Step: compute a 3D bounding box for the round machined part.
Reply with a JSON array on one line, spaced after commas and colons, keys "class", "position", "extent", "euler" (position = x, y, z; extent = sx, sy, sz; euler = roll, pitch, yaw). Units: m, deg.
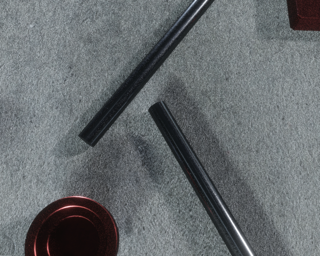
[{"class": "round machined part", "position": [-0.095, 0.129, 0.351], "extent": [0.099, 0.042, 0.098], "euler": [0, 70, -1]}]

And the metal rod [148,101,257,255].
[{"class": "metal rod", "position": [0.067, 0.095, 0.374], "extent": [0.025, 0.025, 0.299], "euler": [-27, 73, -10]}]

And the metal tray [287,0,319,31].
[{"class": "metal tray", "position": [0.269, -0.196, 0.480], "extent": [0.131, 0.030, 0.090], "euler": [2, 70, 0]}]

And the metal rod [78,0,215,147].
[{"class": "metal rod", "position": [-0.009, -0.097, 0.443], "extent": [0.025, 0.025, 0.300], "euler": [34, 73, 11]}]
